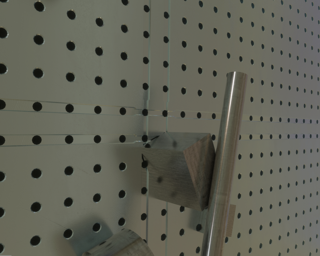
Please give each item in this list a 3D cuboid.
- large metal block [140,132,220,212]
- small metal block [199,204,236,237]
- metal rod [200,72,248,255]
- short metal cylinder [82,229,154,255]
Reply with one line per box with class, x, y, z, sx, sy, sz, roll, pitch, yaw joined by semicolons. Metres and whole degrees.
large metal block;0.029;0.052;0.400;0.050;0.080;0.080;-29;109;-36
small metal block;0.091;0.143;0.489;0.050;0.025;0.050;18;79;-39
metal rod;0.072;0.079;0.367;0.025;0.025;0.299;17;80;-39
short metal cylinder;-0.043;0.160;0.340;0.050;0.080;0.079;-22;104;-38
